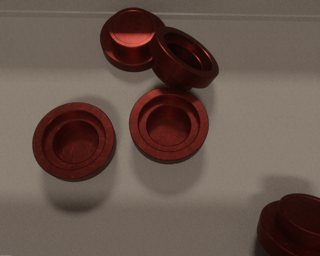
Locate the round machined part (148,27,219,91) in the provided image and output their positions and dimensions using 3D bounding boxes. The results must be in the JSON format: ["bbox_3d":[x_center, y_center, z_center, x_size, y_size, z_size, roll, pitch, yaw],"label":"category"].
[{"bbox_3d":[0.027,-0.088,0.416,0.099,0.042,0.098,23,39,-20],"label":"round machined part"}]

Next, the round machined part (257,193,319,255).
[{"bbox_3d":[0.159,0.107,0.334,0.099,0.098,0.042,6,115,2],"label":"round machined part"}]

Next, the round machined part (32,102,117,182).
[{"bbox_3d":[-0.104,0.020,0.392,0.099,0.042,0.098,0,70,-1],"label":"round machined part"}]

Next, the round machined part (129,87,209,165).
[{"bbox_3d":[0.011,0.000,0.401,0.099,0.042,0.098,0,70,-1],"label":"round machined part"}]

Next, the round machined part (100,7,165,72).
[{"bbox_3d":[-0.038,-0.134,0.449,0.099,0.042,0.098,0,70,-1],"label":"round machined part"}]
